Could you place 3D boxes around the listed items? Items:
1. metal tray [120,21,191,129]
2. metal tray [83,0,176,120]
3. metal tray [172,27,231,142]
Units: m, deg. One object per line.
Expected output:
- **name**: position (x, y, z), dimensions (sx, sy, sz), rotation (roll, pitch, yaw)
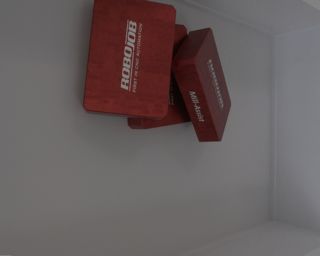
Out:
- **metal tray**: position (-0.002, -0.068, 0.401), dimensions (0.091, 0.030, 0.129), rotation (-9, 96, -40)
- **metal tray**: position (-0.034, -0.077, 0.349), dimensions (0.091, 0.030, 0.129), rotation (6, 86, -12)
- **metal tray**: position (0.061, -0.056, 0.419), dimensions (0.130, 0.030, 0.090), rotation (66, 34, -34)
